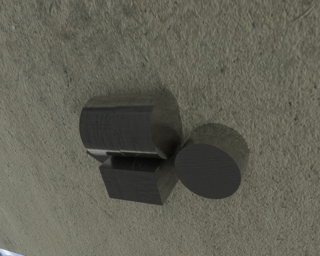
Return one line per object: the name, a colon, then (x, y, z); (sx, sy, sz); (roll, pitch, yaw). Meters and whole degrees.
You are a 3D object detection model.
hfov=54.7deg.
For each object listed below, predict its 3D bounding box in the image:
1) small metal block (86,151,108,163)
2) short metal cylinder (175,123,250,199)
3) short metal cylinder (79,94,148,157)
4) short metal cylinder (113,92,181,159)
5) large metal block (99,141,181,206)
small metal block: (-0.078, 0.028, 0.468); (0.050, 0.025, 0.050); (33, 129, 6)
short metal cylinder: (0.065, 0.040, 0.382); (0.080, 0.050, 0.079); (13, 124, 21)
short metal cylinder: (-0.058, -0.003, 0.402); (0.050, 0.080, 0.080); (1, 119, 28)
short metal cylinder: (-0.013, -0.003, 0.378); (0.050, 0.080, 0.080); (1, 119, 28)
large metal block: (-0.021, 0.054, 0.418); (0.080, 0.080, 0.050); (1, 119, 28)
